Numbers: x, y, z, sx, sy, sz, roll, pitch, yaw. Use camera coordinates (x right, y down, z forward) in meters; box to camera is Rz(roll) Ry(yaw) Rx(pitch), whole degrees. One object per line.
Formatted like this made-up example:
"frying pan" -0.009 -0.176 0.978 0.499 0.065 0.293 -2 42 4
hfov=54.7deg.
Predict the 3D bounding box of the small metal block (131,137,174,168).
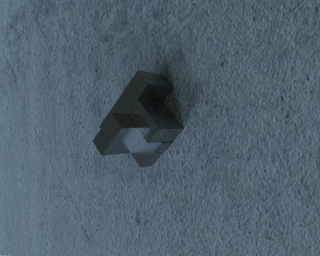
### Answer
"small metal block" -0.017 0.017 0.419 0.050 0.025 0.050 -50 61 28

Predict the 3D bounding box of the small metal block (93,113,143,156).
"small metal block" -0.049 0.008 0.396 0.050 0.050 0.025 -51 60 28

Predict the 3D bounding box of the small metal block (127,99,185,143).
"small metal block" -0.005 -0.009 0.392 0.025 0.050 0.050 -50 61 28

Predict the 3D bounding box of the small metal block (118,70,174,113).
"small metal block" -0.018 -0.045 0.403 0.050 0.050 0.025 -51 60 28

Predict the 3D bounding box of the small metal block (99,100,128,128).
"small metal block" -0.046 -0.010 0.425 0.050 0.050 0.025 -51 60 28
